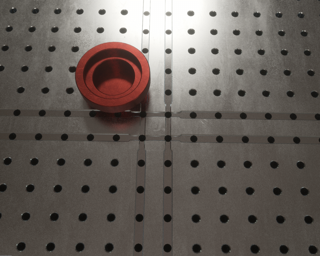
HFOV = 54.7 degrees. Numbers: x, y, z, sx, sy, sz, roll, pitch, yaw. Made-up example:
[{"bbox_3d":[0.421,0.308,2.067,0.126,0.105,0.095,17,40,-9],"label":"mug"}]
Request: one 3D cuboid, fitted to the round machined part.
[{"bbox_3d":[-0.062,-0.065,0.426,0.099,0.042,0.098,0,70,-1],"label":"round machined part"}]
